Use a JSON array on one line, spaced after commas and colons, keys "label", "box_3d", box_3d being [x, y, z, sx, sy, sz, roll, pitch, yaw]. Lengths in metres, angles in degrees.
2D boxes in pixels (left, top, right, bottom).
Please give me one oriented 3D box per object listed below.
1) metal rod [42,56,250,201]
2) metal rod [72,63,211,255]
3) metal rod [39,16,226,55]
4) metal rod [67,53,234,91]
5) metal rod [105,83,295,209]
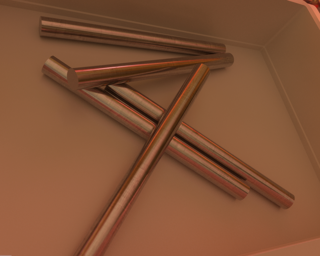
[{"label": "metal rod", "box_3d": [-0.013, 0.004, 0.397, 0.301, 0.025, 0.025, 33, 51, -7]}, {"label": "metal rod", "box_3d": [-0.009, 0.028, 0.358, 0.025, 0.025, 0.301, 36, 59, -5]}, {"label": "metal rod", "box_3d": [-0.023, -0.135, 0.476, 0.303, 0.025, 0.025, -1, 62, -29]}, {"label": "metal rod", "box_3d": [0.011, -0.087, 0.446, 0.302, 0.025, 0.025, -17, 71, -41]}, {"label": "metal rod", "box_3d": [0.058, 0.023, 0.424, 0.301, 0.025, 0.025, 33, 51, -7]}]
